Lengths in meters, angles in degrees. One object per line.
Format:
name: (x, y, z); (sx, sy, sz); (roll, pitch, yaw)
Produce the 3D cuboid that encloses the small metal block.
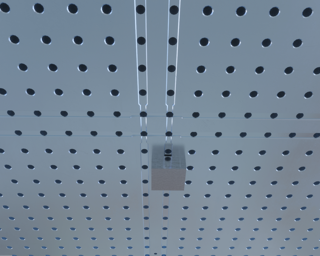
small metal block: (0.012, 0.069, 0.471); (0.050, 0.025, 0.050); (1, 130, -1)
